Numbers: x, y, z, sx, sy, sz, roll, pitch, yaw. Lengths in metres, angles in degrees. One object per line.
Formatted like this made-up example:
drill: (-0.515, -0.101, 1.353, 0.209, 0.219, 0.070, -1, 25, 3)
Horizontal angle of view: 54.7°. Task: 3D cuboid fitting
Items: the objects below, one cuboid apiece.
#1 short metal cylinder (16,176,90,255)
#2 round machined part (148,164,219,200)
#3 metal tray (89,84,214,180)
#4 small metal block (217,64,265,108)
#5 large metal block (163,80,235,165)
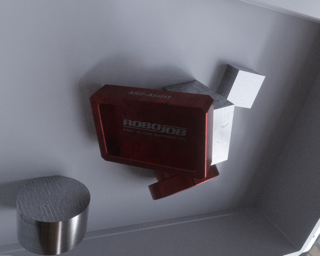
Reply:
short metal cylinder: (-0.126, 0.101, 0.368, 0.081, 0.080, 0.050, -3, 120, -28)
round machined part: (0.029, 0.063, 0.432, 0.099, 0.042, 0.098, -21, 171, -3)
metal tray: (-0.008, 0.003, 0.347, 0.030, 0.130, 0.089, -55, 147, -52)
small metal block: (0.112, -0.058, 0.436, 0.050, 0.025, 0.050, 5, 116, -31)
large metal block: (0.045, -0.006, 0.395, 0.050, 0.080, 0.079, -15, 125, -22)
